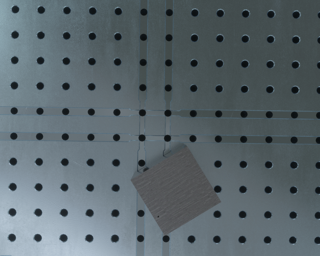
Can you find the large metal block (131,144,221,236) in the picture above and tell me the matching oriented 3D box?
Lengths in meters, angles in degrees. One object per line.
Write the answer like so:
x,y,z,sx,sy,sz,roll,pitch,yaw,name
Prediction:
0.019,0.076,0.401,0.080,0.050,0.080,-31,90,0,large metal block
